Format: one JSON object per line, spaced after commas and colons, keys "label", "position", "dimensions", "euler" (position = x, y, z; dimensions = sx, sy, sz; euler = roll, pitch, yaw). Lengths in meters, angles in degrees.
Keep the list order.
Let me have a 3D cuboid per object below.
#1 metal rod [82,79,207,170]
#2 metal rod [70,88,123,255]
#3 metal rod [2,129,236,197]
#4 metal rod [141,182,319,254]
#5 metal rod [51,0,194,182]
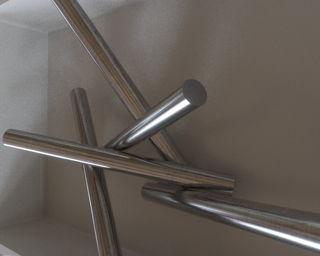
{"label": "metal rod", "position": [-0.043, 0.016, 0.382], "dimensions": [0.299, 0.025, 0.025], "euler": [-33, 69, 55]}
{"label": "metal rod", "position": [-0.085, 0.058, 0.399], "dimensions": [0.025, 0.025, 0.299], "euler": [-46, 47, 30]}
{"label": "metal rod", "position": [-0.062, 0.038, 0.376], "dimensions": [0.301, 0.025, 0.025], "euler": [10, 97, 17]}
{"label": "metal rod", "position": [0.056, 0.076, 0.289], "dimensions": [0.299, 0.025, 0.025], "euler": [-9, 84, 62]}
{"label": "metal rod", "position": [-0.047, -0.055, 0.372], "dimensions": [0.025, 0.025, 0.299], "euler": [-33, 93, 35]}
